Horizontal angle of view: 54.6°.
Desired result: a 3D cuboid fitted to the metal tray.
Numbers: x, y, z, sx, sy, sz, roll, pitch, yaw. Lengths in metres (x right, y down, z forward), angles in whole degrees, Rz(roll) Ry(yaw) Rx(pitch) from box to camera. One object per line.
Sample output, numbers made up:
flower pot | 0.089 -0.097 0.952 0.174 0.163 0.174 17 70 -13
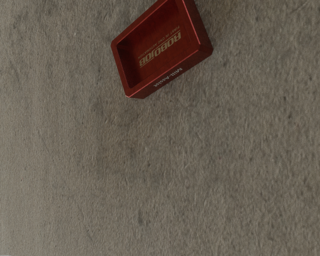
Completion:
metal tray | -0.004 -0.105 0.405 0.130 0.030 0.090 -29 72 36
